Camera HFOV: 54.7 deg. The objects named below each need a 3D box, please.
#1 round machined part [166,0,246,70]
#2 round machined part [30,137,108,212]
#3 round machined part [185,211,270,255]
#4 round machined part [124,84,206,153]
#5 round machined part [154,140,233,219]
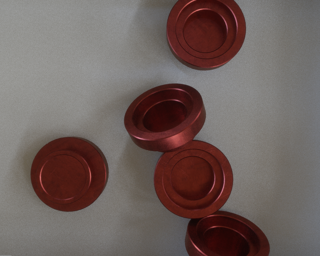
[{"bbox_3d":[0.057,-0.123,0.403,0.099,0.042,0.097,0,90,0],"label":"round machined part"},{"bbox_3d":[-0.119,0.060,0.402,0.099,0.042,0.097,0,90,0],"label":"round machined part"},{"bbox_3d":[0.079,0.148,0.379,0.099,0.098,0.042,8,111,0],"label":"round machined part"},{"bbox_3d":[0.009,-0.008,0.385,0.098,0.098,0.042,-23,132,0],"label":"round machined part"},{"bbox_3d":[0.042,0.064,0.403,0.099,0.042,0.097,0,90,0],"label":"round machined part"}]
